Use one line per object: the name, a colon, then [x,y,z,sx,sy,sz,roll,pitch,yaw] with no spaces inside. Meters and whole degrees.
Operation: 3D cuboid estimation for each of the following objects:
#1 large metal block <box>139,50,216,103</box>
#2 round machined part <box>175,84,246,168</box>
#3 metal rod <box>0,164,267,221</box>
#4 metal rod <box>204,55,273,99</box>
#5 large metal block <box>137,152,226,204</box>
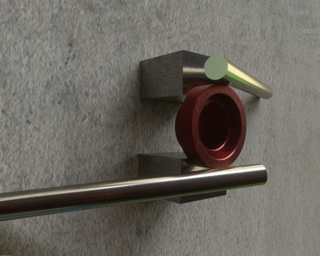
large metal block: [0.030,-0.061,0.397,0.081,0.080,0.050,1,89,-40]
round machined part: [0.056,-0.002,0.368,0.099,0.042,0.097,0,90,-40]
metal rod: [-0.027,0.063,0.313,0.303,0.025,0.025,-4,93,-18]
metal rod: [0.127,-0.063,0.445,0.301,0.025,0.025,-2,92,-62]
large metal block: [0.028,0.059,0.396,0.081,0.080,0.050,1,89,-40]
